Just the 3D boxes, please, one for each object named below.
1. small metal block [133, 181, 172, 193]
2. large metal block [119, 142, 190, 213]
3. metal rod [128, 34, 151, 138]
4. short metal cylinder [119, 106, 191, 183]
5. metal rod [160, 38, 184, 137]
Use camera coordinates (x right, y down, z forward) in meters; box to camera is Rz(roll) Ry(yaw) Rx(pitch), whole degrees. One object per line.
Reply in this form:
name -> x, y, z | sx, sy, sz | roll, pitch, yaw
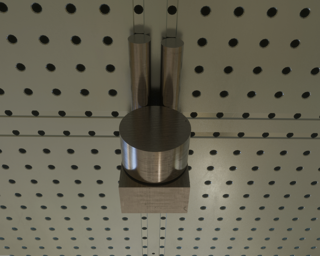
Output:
small metal block -> -0.008, 0.077, 0.431 | 0.050, 0.050, 0.025 | -32, 141, -34
large metal block -> -0.007, 0.060, 0.394 | 0.081, 0.080, 0.050 | 0, 130, -1
metal rod -> -0.025, 0.018, 0.428 | 0.025, 0.025, 0.298 | 0, 130, -1
short metal cylinder -> -0.006, 0.018, 0.363 | 0.081, 0.080, 0.050 | 1, 130, -1
metal rod -> 0.011, 0.021, 0.431 | 0.025, 0.025, 0.298 | 0, 130, -1
